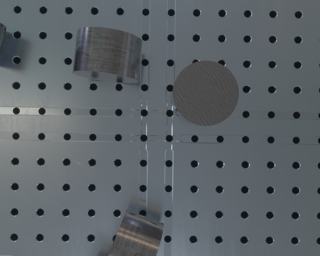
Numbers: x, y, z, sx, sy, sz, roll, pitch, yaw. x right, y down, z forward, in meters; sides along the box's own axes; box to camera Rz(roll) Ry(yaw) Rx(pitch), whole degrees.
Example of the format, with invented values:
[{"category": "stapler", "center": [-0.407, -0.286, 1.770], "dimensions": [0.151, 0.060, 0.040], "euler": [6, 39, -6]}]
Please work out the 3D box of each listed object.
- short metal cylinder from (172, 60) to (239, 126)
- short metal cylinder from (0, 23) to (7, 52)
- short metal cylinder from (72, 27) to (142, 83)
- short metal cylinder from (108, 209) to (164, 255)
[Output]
[{"category": "short metal cylinder", "center": [0.056, -0.042, 0.401], "dimensions": [0.081, 0.050, 0.079], "euler": [0, 90, 0]}, {"category": "short metal cylinder", "center": [-0.240, -0.115, 0.384], "dimensions": [0.080, 0.080, 0.050], "euler": [16, 90, 0]}, {"category": "short metal cylinder", "center": [-0.065, -0.088, 0.385], "dimensions": [0.080, 0.080, 0.050], "euler": [6, 90, 0]}, {"category": "short metal cylinder", "center": [-0.033, 0.149, 0.386], "dimensions": [0.050, 0.080, 0.080], "euler": [22, 90, 0]}]
